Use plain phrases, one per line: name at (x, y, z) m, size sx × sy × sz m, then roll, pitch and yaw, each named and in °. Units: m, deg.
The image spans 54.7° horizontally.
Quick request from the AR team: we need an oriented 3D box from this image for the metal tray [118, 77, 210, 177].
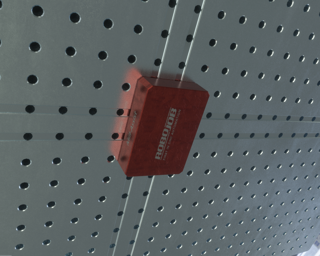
metal tray at (0.003, 0.002, 0.412) m, size 0.091 × 0.030 × 0.129 m, roll 2°, pitch 118°, yaw -30°
